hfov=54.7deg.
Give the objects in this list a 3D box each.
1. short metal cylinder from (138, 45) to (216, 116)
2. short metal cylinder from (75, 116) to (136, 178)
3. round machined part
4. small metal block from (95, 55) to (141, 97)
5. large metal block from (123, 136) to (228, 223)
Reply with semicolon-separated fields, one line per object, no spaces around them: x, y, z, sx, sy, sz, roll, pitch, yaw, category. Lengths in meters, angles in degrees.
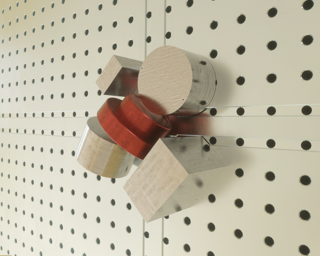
0.020;-0.055;0.375;0.080;0.050;0.079;0;90;39;short metal cylinder
-0.070;0.025;0.428;0.080;0.081;0.050;38;113;33;short metal cylinder
-0.024;-0.006;0.380;0.042;0.098;0.098;-49;61;14;round machined part
-0.053;-0.071;0.434;0.050;0.050;0.025;-49;61;28;small metal block
0.018;0.056;0.357;0.050;0.081;0.080;51;120;27;large metal block
